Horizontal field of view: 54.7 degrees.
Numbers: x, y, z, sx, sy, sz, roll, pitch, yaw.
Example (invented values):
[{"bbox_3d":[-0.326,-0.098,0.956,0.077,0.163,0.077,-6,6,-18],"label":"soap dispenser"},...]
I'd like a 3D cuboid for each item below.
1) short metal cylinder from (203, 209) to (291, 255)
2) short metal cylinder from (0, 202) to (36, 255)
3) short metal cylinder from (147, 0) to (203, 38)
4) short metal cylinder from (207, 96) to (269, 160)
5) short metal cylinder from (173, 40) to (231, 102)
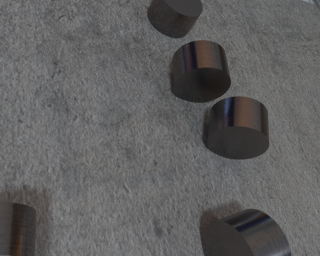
[{"bbox_3d":[0.093,0.135,0.338,0.050,0.080,0.080,-8,66,-32],"label":"short metal cylinder"},{"bbox_3d":[-0.139,0.092,0.238,0.081,0.080,0.050,5,60,-26],"label":"short metal cylinder"},{"bbox_3d":[0.025,-0.200,0.525,0.081,0.050,0.080,14,56,-21],"label":"short metal cylinder"},{"bbox_3d":[0.108,0.002,0.428,0.080,0.080,0.050,23,53,-15],"label":"short metal cylinder"},{"bbox_3d":[0.059,-0.081,0.452,0.081,0.080,0.050,12,57,-22],"label":"short metal cylinder"}]
